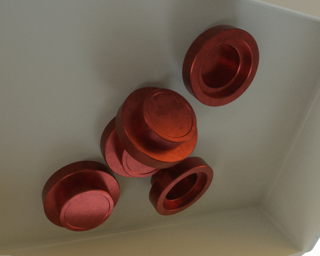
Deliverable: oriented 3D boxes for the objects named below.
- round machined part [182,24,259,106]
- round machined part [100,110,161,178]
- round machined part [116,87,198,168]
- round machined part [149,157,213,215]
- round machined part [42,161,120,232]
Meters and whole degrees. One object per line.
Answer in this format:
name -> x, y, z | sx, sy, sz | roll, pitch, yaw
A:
round machined part -> 0.071, -0.080, 0.387 | 0.099, 0.042, 0.097 | -14, 124, -21
round machined part -> -0.023, 0.025, 0.400 | 0.099, 0.042, 0.097 | -14, 124, -21
round machined part -> 0.003, -0.006, 0.356 | 0.099, 0.098, 0.042 | 3, 153, -30
round machined part -> 0.026, 0.078, 0.451 | 0.099, 0.042, 0.097 | -23, 139, -22
round machined part -> -0.099, 0.095, 0.402 | 0.099, 0.042, 0.097 | -14, 124, -21
